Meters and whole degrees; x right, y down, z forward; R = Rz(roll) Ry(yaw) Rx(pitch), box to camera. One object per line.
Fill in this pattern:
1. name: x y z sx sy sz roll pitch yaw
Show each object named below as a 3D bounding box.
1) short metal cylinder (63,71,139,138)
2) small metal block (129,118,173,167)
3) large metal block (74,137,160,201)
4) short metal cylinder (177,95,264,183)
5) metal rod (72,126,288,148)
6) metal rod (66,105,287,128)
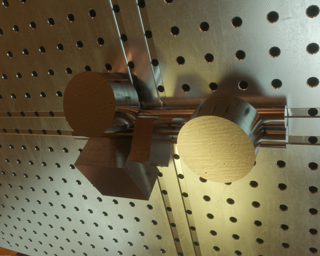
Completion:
1. short metal cylinder: -0.074 -0.030 0.393 0.080 0.050 0.079 3 96 27
2. small metal block: -0.009 0.018 0.370 0.025 0.050 0.050 1 77 28
3. large metal block: -0.058 0.057 0.439 0.080 0.050 0.080 -1 138 28
4. short metal cylinder: 0.065 0.011 0.331 0.080 0.050 0.079 13 124 21
5. metal rod: 0.006 0.008 0.409 0.300 0.025 0.025 1 119 27
6. metal rod: 0.000 -0.014 0.398 0.300 0.025 0.025 1 119 27
